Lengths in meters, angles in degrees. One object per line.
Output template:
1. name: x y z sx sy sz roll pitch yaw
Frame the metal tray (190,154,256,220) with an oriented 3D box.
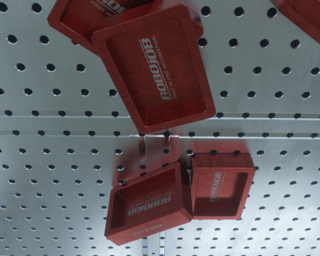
1. metal tray: 0.091 0.096 0.491 0.091 0.030 0.129 0 130 -1

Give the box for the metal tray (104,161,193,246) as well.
1. metal tray: -0.018 0.113 0.464 0.130 0.090 0.030 -25 126 19

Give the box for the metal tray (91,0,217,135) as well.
1. metal tray: -0.001 -0.058 0.319 0.090 0.030 0.129 -14 129 11

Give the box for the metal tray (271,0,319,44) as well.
1. metal tray: 0.184 -0.145 0.287 0.090 0.030 0.129 27 125 -22

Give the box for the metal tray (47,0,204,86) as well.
1. metal tray: -0.033 -0.109 0.315 0.131 0.030 0.090 30 124 -24
